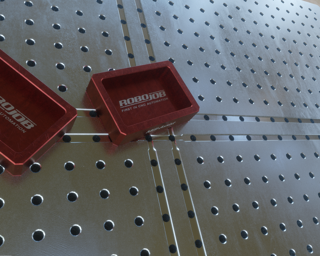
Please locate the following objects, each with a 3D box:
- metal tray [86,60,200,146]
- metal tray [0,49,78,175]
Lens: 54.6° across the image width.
[{"bbox_3d":[-0.020,-0.039,0.417,0.131,0.030,0.090,-19,72,-35],"label":"metal tray"},{"bbox_3d":[-0.168,-0.024,0.329,0.130,0.030,0.090,39,51,-2],"label":"metal tray"}]
